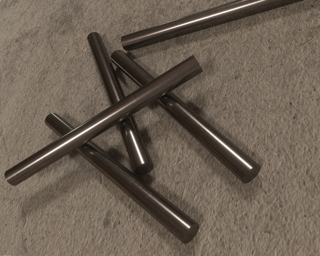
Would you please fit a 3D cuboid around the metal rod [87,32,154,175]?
[{"bbox_3d":[-0.070,-0.057,0.473,0.025,0.025,0.300,-31,52,8],"label":"metal rod"}]

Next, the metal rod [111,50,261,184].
[{"bbox_3d":[0.013,-0.034,0.416,0.025,0.025,0.300,-43,51,-2],"label":"metal rod"}]

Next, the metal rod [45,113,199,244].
[{"bbox_3d":[-0.071,0.048,0.409,0.300,0.025,0.025,31,79,37],"label":"metal rod"}]

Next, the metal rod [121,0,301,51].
[{"bbox_3d":[0.078,-0.166,0.463,0.301,0.025,0.025,-10,58,22],"label":"metal rod"}]

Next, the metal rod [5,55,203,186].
[{"bbox_3d":[-0.080,-0.006,0.414,0.300,0.025,0.025,-31,52,8],"label":"metal rod"}]
